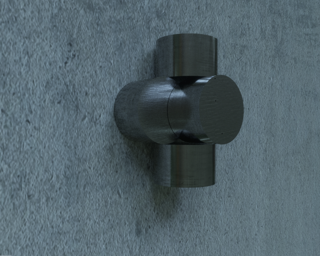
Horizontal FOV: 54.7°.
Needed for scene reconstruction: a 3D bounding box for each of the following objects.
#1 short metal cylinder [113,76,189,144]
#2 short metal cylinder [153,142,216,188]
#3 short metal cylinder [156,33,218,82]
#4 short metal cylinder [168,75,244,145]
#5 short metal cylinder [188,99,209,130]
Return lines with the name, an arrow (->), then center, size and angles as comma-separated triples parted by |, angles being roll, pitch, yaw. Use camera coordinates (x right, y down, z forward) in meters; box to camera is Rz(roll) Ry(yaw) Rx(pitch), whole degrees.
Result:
short metal cylinder -> -0.010, -0.021, 0.383 | 0.081, 0.050, 0.079 | 0, 90, -40
short metal cylinder -> 0.032, 0.044, 0.400 | 0.081, 0.080, 0.050 | 0, 90, -40
short metal cylinder -> 0.035, -0.086, 0.402 | 0.081, 0.080, 0.050 | 0, 91, -40
short metal cylinder -> 0.056, -0.021, 0.373 | 0.081, 0.050, 0.079 | 0, 90, -40
short metal cylinder -> 0.052, -0.022, 0.435 | 0.081, 0.050, 0.079 | 0, 90, -40
